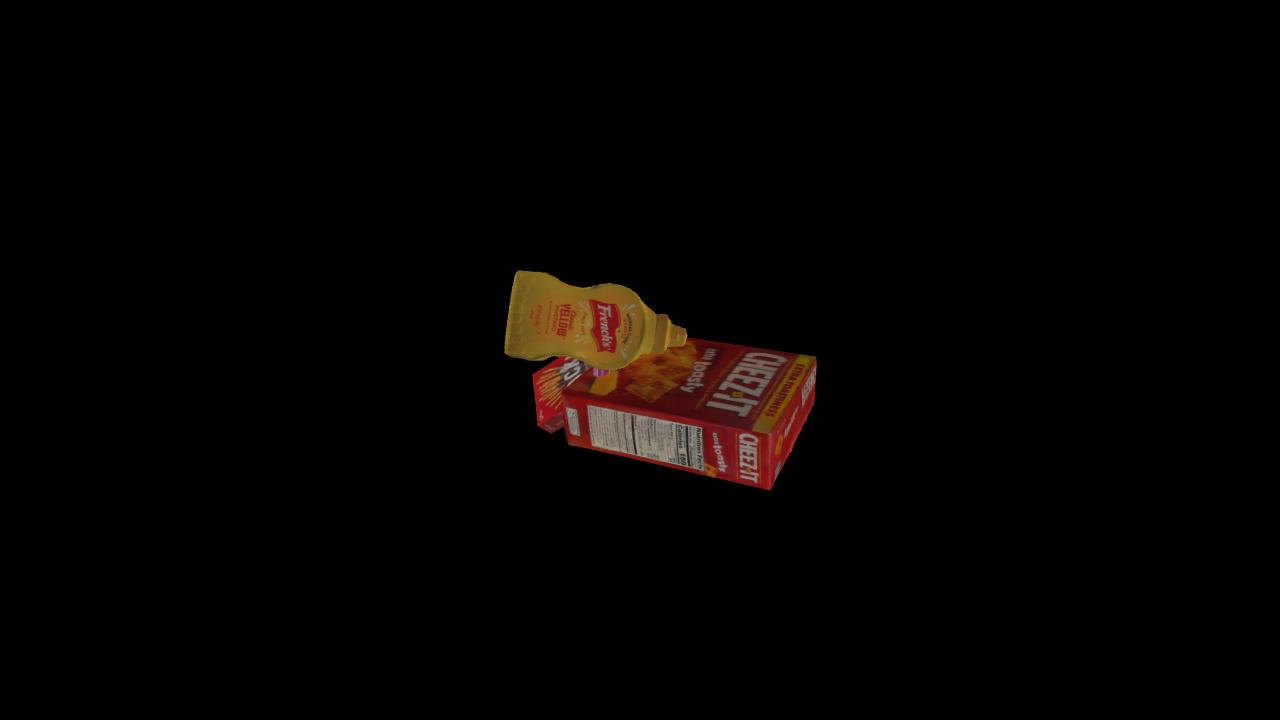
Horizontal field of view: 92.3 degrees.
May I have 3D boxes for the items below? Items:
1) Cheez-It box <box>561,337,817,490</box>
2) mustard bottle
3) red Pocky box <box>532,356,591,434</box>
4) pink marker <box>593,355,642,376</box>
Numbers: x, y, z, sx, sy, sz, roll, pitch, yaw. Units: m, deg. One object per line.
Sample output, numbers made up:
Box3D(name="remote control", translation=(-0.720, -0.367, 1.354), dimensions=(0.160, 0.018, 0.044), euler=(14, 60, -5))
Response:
Box3D(name="Cheez-It box", translation=(0.054, 0.041, 0.642), dimensions=(0.223, 0.071, 0.166), euler=(10, 30, 27))
Box3D(name="mustard bottle", translation=(-0.041, -0.036, 0.634), dimensions=(0.184, 0.092, 0.054), euler=(8, -4, -6))
Box3D(name="red Pocky box", translation=(-0.059, 0.015, 0.718), dimensions=(0.155, 0.083, 0.028), euler=(-32, -42, 18))
Box3D(name="pink marker", translation=(-0.039, 0.003, 0.640), dimensions=(0.020, 0.121, 0.020), euler=(3, 10, -1))
